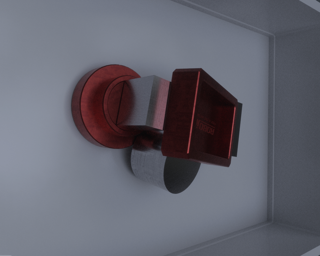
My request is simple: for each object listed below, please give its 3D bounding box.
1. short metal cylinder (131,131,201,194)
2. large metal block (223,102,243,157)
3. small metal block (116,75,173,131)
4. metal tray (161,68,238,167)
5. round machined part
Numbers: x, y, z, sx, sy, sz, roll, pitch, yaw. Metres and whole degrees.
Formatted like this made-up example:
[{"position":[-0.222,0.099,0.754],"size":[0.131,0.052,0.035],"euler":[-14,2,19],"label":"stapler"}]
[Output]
[{"position":[0.010,0.035,0.384],"size":[0.081,0.050,0.079],"euler":[-23,121,-46],"label":"short metal cylinder"},{"position":[0.071,-0.004,0.448],"size":[0.081,0.050,0.080],"euler":[13,82,-40],"label":"large metal block"},{"position":[-0.016,-0.024,0.321],"size":[0.025,0.050,0.050],"euler":[16,80,-39],"label":"small metal block"},{"position":[0.052,-0.005,0.355],"size":[0.131,0.030,0.090],"euler":[19,77,-58],"label":"metal tray"},{"position":[-0.046,-0.025,0.356],"size":[0.099,0.042,0.097],"euler":[0,90,-40],"label":"round machined part"}]
